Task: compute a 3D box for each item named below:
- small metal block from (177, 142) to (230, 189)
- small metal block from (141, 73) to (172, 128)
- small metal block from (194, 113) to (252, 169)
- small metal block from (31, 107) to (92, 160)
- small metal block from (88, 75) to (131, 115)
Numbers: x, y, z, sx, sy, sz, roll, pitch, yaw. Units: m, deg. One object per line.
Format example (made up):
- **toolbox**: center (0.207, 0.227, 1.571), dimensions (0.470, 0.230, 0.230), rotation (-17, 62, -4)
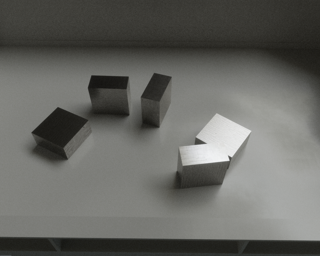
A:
- **small metal block**: center (0.047, 0.043, 0.352), dimensions (0.050, 0.050, 0.025), rotation (-6, 51, -5)
- **small metal block**: center (-0.004, -0.038, 0.420), dimensions (0.025, 0.050, 0.050), rotation (15, 52, 12)
- **small metal block**: center (0.079, 0.015, 0.392), dimensions (0.050, 0.025, 0.050), rotation (30, 56, 23)
- **small metal block**: center (-0.125, 0.006, 0.399), dimensions (0.050, 0.025, 0.050), rotation (22, 53, 17)
- **small metal block**: center (-0.067, -0.044, 0.426), dimensions (0.050, 0.050, 0.025), rotation (2, 50, 2)
